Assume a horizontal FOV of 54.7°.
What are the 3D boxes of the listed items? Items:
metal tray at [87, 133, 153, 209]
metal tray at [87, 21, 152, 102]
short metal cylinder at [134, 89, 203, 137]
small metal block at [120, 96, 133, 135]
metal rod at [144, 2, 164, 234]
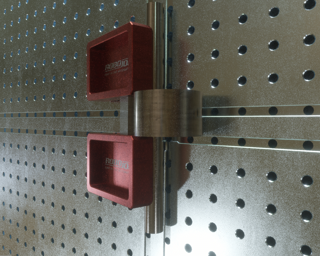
[{"bbox_3d":[-0.060,0.053,0.433,0.130,0.030,0.089,1,91,52],"label":"metal tray"},{"bbox_3d":[-0.061,-0.086,0.434,0.130,0.030,0.089,0,90,52],"label":"metal tray"},{"bbox_3d":[0.010,-0.016,0.361,0.080,0.081,0.050,0,90,40],"label":"short metal cylinder"},{"bbox_3d":[-0.037,-0.016,0.421,0.050,0.025,0.050,-177,88,-71],"label":"small metal block"},{"bbox_3d":[-0.008,-0.013,0.410,0.025,0.025,0.298,0,90,40],"label":"metal rod"}]
